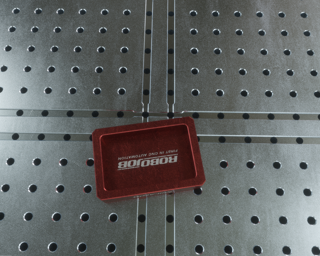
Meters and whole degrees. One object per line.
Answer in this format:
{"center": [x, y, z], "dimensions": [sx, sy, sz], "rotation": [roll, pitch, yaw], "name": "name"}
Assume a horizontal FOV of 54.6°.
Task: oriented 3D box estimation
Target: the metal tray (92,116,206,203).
{"center": [-0.015, 0.040, 0.394], "dimensions": [0.131, 0.030, 0.090], "rotation": [-8, 70, -3], "name": "metal tray"}
